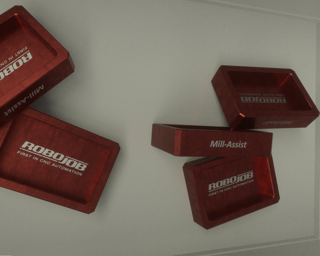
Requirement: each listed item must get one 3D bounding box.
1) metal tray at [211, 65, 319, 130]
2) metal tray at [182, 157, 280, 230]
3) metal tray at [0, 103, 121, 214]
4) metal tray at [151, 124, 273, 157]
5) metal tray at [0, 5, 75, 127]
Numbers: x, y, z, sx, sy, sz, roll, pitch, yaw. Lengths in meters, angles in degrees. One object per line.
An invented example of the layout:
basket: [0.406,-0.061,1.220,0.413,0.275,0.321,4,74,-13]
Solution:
metal tray: [0.147,-0.044,0.437,0.131,0.030,0.090,-1,56,-20]
metal tray: [0.105,0.080,0.446,0.131,0.030,0.089,-14,95,-20]
metal tray: [-0.124,0.036,0.362,0.131,0.030,0.090,24,82,-19]
metal tray: [0.064,0.015,0.398,0.131,0.090,0.030,2,94,-20]
metal tray: [-0.170,-0.060,0.326,0.130,0.030,0.090,-42,78,-15]
